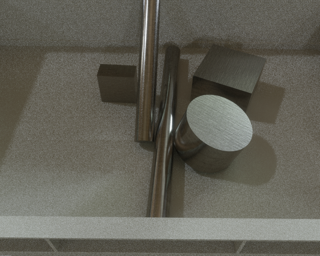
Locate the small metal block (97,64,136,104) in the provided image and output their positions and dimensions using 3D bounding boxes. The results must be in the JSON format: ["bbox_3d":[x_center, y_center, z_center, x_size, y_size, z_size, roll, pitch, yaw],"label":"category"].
[{"bbox_3d":[-0.059,-0.062,0.440,0.050,0.050,0.025,3,50,2],"label":"small metal block"}]

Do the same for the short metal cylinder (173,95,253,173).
[{"bbox_3d":[0.062,0.007,0.372,0.081,0.050,0.080,9,52,-12],"label":"short metal cylinder"}]

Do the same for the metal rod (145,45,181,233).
[{"bbox_3d":[0.009,-0.011,0.414,0.025,0.025,0.300,4,50,3],"label":"metal rod"}]

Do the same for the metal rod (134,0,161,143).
[{"bbox_3d":[-0.014,-0.129,0.421,0.025,0.025,0.298,2,79,1],"label":"metal rod"}]

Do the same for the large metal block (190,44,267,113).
[{"bbox_3d":[0.098,-0.069,0.448,0.080,0.050,0.080,20,53,16],"label":"large metal block"}]
